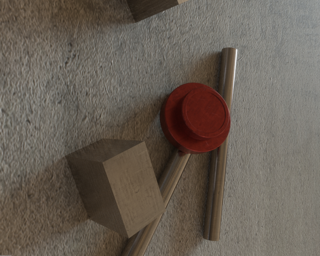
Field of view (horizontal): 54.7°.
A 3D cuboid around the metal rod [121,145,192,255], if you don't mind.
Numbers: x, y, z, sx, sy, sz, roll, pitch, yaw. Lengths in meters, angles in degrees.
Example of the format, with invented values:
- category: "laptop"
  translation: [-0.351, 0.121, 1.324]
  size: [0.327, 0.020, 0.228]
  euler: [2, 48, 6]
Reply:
- category: "metal rod"
  translation: [-0.010, 0.111, 0.398]
  size: [0.025, 0.025, 0.300]
  euler: [43, 64, -32]

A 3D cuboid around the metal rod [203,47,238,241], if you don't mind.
- category: "metal rod"
  translation: [0.095, 0.022, 0.487]
  size: [0.025, 0.025, 0.298]
  euler: [11, 83, -40]

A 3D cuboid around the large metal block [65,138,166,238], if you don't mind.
- category: "large metal block"
  translation: [-0.048, 0.059, 0.330]
  size: [0.050, 0.080, 0.080]
  euler: [-27, 107, -37]

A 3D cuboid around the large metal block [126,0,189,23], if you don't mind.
- category: "large metal block"
  translation: [-0.004, -0.181, 0.367]
  size: [0.050, 0.080, 0.080]
  euler: [-37, 113, -34]

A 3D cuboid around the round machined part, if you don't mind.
- category: "round machined part"
  translation: [0.053, -0.016, 0.417]
  size: [0.099, 0.042, 0.098]
  euler: [5, 75, -19]
